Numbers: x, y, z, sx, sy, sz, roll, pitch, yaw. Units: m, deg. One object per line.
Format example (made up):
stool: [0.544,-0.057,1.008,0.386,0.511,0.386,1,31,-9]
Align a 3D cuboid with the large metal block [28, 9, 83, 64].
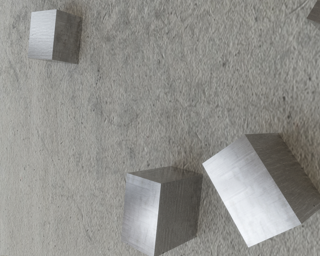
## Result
large metal block: [-0.184,-0.157,0.540,0.080,0.050,0.079,13,98,39]

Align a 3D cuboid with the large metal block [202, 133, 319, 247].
large metal block: [0.098,0.052,0.288,0.050,0.081,0.080,-41,65,32]

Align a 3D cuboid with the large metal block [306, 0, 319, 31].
large metal block: [0.180,-0.102,0.240,0.080,0.050,0.079,41,115,32]

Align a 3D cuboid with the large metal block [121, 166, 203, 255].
large metal block: [0.004,0.093,0.366,0.050,0.081,0.079,9,96,39]
